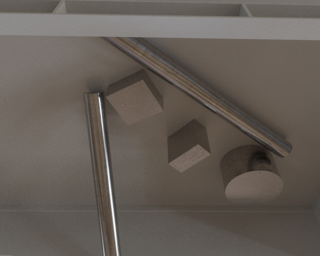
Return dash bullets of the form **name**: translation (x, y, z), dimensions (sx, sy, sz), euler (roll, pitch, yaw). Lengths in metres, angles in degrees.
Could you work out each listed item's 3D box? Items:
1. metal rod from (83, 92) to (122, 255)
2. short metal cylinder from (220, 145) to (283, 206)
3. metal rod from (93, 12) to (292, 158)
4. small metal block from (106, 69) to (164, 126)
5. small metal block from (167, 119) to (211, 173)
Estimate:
- **metal rod**: translation (-0.071, 0.101, 0.409), dimensions (0.025, 0.025, 0.298), euler (-3, 104, 2)
- **short metal cylinder**: translation (0.132, 0.071, 0.455), dimensions (0.081, 0.050, 0.079), euler (0, 130, 0)
- **metal rod**: translation (0.057, -0.039, 0.377), dimensions (0.301, 0.025, 0.025), euler (30, 124, -24)
- **small metal block**: translation (-0.030, -0.037, 0.378), dimensions (0.050, 0.025, 0.050), euler (-22, 127, 17)
- **small metal block**: translation (0.037, 0.024, 0.413), dimensions (0.050, 0.050, 0.025), euler (-37, 121, 26)
